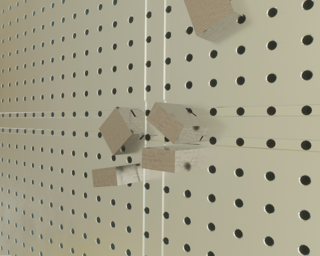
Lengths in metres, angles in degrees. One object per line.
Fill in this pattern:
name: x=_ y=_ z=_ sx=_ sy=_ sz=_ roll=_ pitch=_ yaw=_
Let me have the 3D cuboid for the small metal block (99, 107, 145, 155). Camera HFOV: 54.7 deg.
small metal block: x=-0.057 y=0.005 z=0.454 sx=0.050 sy=0.025 sz=0.050 roll=-47 pitch=62 yaw=29

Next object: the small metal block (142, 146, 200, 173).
small metal block: x=0.013 y=0.037 z=0.380 sx=0.050 sy=0.050 sz=0.025 roll=2 pitch=92 yaw=39

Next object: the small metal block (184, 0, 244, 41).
small metal block: x=0.061 y=-0.138 z=0.358 sx=0.050 sy=0.025 sz=0.050 roll=-27 pitch=74 yaw=36

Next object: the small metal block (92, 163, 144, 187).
small metal block: x=-0.060 y=0.067 z=0.440 sx=0.050 sy=0.050 sz=0.025 roll=-12 pitch=83 yaw=39

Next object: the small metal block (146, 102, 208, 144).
small metal block: x=0.021 y=-0.006 z=0.374 sx=0.050 sy=0.050 sz=0.025 roll=42 pitch=115 yaw=31
